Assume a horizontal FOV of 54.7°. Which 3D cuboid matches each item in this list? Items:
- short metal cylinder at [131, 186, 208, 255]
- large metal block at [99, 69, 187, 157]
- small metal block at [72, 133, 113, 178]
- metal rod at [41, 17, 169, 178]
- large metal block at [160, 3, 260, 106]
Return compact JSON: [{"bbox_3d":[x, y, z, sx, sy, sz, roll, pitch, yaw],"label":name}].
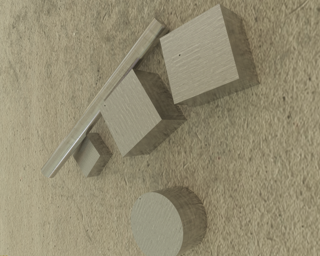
[{"bbox_3d":[0.011,0.115,0.380,0.080,0.050,0.080,0,90,40],"label":"short metal cylinder"},{"bbox_3d":[-0.025,-0.018,0.409,0.080,0.050,0.080,-44,64,31],"label":"large metal block"},{"bbox_3d":[-0.108,0.043,0.495,0.050,0.025,0.050,50,119,28],"label":"small metal block"},{"bbox_3d":[-0.090,-0.032,0.456,0.299,0.025,0.025,-48,61,21],"label":"metal rod"},{"bbox_3d":[0.054,-0.075,0.345,0.080,0.050,0.080,-20,78,38],"label":"large metal block"}]
